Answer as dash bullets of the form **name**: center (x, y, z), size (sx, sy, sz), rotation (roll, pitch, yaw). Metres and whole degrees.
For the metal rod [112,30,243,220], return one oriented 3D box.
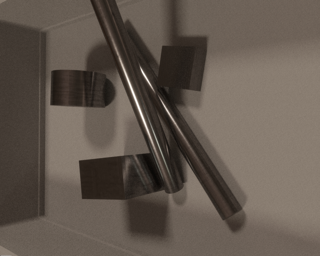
- **metal rod**: center (0.009, -0.023, 0.397), size (0.025, 0.025, 0.299), rotation (-45, 63, 30)

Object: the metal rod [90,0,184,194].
- **metal rod**: center (-0.032, -0.058, 0.351), size (0.025, 0.025, 0.298), rotation (-7, 111, 39)

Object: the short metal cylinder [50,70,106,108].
- **short metal cylinder**: center (-0.123, -0.057, 0.470), size (0.080, 0.081, 0.050), rotation (4, 93, 39)

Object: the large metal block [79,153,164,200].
- **large metal block**: center (-0.047, 0.062, 0.407), size (0.080, 0.081, 0.050), rotation (-10, 84, 39)

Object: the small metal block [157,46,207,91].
- **small metal block**: center (0.026, -0.074, 0.383), size (0.050, 0.025, 0.050), rotation (14, 99, 39)
